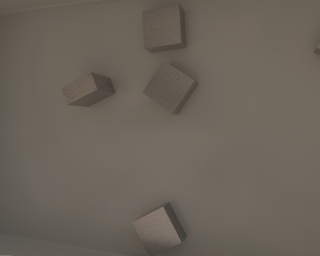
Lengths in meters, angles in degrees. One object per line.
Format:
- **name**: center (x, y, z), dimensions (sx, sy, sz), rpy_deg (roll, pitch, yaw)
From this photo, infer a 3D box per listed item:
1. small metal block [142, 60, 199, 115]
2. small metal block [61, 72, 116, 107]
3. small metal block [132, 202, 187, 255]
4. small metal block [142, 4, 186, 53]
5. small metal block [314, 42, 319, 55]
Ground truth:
- **small metal block**: center (0.014, -0.052, 0.405), dimensions (0.050, 0.025, 0.050), rpy_deg (36, 101, 16)
- **small metal block**: center (-0.098, -0.052, 0.431), dimensions (0.050, 0.050, 0.025), rpy_deg (-23, 83, 18)
- **small metal block**: center (-0.001, 0.134, 0.410), dimensions (0.050, 0.025, 0.050), rpy_deg (-31, 80, 17)
- **small metal block**: center (0.006, -0.130, 0.408), dimensions (0.050, 0.025, 0.050), rpy_deg (-3, 89, 19)
- **small metal block**: center (0.207, -0.097, 0.338), dimensions (0.050, 0.025, 0.050), rpy_deg (32, 100, 17)
